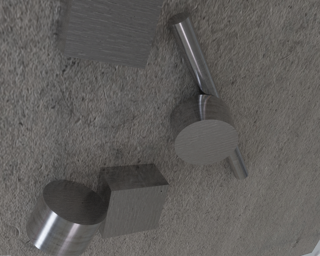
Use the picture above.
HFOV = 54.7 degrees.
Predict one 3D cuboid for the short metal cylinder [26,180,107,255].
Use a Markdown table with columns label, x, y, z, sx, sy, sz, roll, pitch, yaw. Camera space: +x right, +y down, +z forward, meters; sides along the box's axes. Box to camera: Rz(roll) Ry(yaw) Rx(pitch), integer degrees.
| label | x | y | z | sx | sy | sz | roll | pitch | yaw |
| --- | --- | --- | --- | --- | --- | --- | --- | --- | --- |
| short metal cylinder | -0.112 | 0.108 | 0.377 | 0.080 | 0.080 | 0.050 | 19 | 108 | -36 |

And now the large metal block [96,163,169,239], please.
| label | x | y | z | sx | sy | sz | roll | pitch | yaw |
| --- | --- | --- | --- | --- | --- | --- | --- | --- | --- |
| large metal block | -0.042 | 0.099 | 0.429 | 0.081 | 0.050 | 0.079 | -1 | 119 | -28 |

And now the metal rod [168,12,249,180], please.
| label | x | y | z | sx | sy | sz | roll | pitch | yaw |
| --- | --- | --- | --- | --- | --- | --- | --- | --- | --- |
| metal rod | 0.080 | -0.021 | 0.437 | 0.025 | 0.025 | 0.299 | -35 | 129 | -5 |

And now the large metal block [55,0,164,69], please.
| label | x | y | z | sx | sy | sz | roll | pitch | yaw |
| --- | --- | --- | --- | --- | --- | --- | --- | --- | --- |
| large metal block | -0.050 | -0.108 | 0.297 | 0.081 | 0.050 | 0.079 | 3 | 117 | -30 |

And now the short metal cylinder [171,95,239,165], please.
| label | x | y | z | sx | sy | sz | roll | pitch | yaw |
| --- | --- | --- | --- | --- | --- | --- | --- | --- | --- |
| short metal cylinder | 0.057 | 0.003 | 0.406 | 0.081 | 0.050 | 0.079 | -2 | 132 | -2 |
